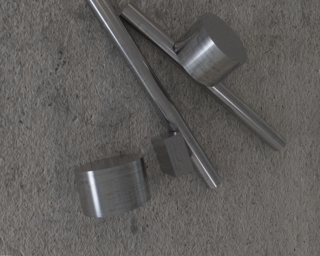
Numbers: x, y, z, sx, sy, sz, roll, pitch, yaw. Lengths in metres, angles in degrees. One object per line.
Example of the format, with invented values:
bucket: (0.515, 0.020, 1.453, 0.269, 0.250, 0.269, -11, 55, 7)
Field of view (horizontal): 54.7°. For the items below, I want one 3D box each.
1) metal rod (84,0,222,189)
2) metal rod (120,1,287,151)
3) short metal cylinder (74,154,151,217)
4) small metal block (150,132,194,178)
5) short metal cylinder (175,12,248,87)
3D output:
metal rod: (-0.004, -0.044, 0.407, 0.025, 0.025, 0.299, -37, 102, -16)
metal rod: (0.070, -0.062, 0.434, 0.301, 0.025, 0.025, 38, 78, -16)
short metal cylinder: (-0.054, 0.064, 0.360, 0.081, 0.080, 0.050, -12, 94, -20)
small metal block: (0.015, 0.033, 0.402, 0.025, 0.050, 0.050, -21, 97, -19)
short metal cylinder: (0.066, -0.100, 0.400, 0.080, 0.050, 0.080, 25, 45, -29)
